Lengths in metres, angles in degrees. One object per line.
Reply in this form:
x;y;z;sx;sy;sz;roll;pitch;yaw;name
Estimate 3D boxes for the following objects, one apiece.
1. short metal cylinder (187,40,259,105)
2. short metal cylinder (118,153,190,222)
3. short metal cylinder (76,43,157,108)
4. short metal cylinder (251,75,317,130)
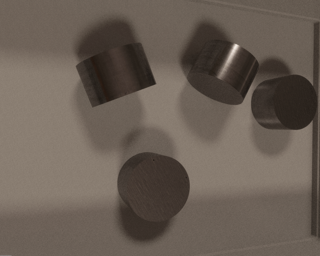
0.084;-0.073;0.413;0.080;0.080;0.050;31;80;-18;short metal cylinder
-0.009;0.073;0.395;0.081;0.050;0.079;0;90;-21;short metal cylinder
-0.050;-0.061;0.363;0.081;0.080;0.050;-23;98;-19;short metal cylinder
0.187;-0.037;0.468;0.081;0.050;0.079;0;90;-21;short metal cylinder
